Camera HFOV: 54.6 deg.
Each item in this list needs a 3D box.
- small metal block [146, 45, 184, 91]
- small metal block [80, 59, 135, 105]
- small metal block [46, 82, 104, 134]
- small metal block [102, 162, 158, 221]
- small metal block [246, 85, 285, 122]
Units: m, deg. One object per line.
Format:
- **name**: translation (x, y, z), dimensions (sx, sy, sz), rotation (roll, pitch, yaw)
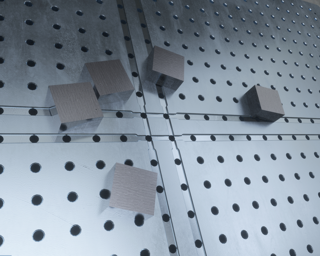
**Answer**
- **small metal block**: translation (0.008, -0.090, 0.467), dimensions (0.050, 0.025, 0.050), rotation (16, 55, -19)
- **small metal block**: translation (-0.069, -0.060, 0.407), dimensions (0.050, 0.025, 0.050), rotation (-16, 70, -34)
- **small metal block**: translation (-0.102, -0.025, 0.369), dimensions (0.050, 0.025, 0.050), rotation (-12, 68, -33)
- **small metal block**: translation (-0.033, 0.072, 0.347), dimensions (0.050, 0.025, 0.050), rotation (17, 55, -18)
- **small metal block**: translation (0.179, -0.042, 0.529), dimensions (0.050, 0.025, 0.050), rotation (9, 58, -23)
